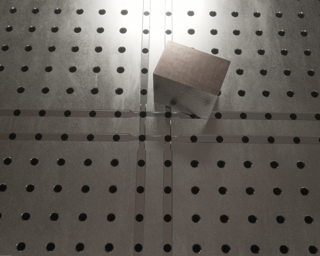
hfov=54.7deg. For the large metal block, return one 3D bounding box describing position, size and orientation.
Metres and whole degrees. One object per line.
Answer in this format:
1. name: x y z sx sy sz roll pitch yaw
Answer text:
1. large metal block: 0.038 -0.059 0.405 0.080 0.080 0.050 21 71 7
